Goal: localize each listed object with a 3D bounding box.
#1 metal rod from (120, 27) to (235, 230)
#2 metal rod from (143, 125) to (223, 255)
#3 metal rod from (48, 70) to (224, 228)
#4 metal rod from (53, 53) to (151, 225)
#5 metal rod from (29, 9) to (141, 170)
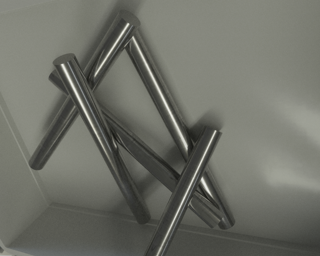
[{"bbox_3d":[0.028,0.010,0.398,0.025,0.025,0.299,-17,110,34],"label":"metal rod"},{"bbox_3d":[0.005,0.136,0.394,0.025,0.025,0.298,25,96,12],"label":"metal rod"},{"bbox_3d":[-0.036,0.023,0.422,0.300,0.025,0.025,42,129,6],"label":"metal rod"},{"bbox_3d":[-0.065,0.038,0.424,0.025,0.025,0.299,3,133,26],"label":"metal rod"},{"bbox_3d":[-0.115,-0.028,0.409,0.025,0.025,0.298,43,127,-2],"label":"metal rod"}]
